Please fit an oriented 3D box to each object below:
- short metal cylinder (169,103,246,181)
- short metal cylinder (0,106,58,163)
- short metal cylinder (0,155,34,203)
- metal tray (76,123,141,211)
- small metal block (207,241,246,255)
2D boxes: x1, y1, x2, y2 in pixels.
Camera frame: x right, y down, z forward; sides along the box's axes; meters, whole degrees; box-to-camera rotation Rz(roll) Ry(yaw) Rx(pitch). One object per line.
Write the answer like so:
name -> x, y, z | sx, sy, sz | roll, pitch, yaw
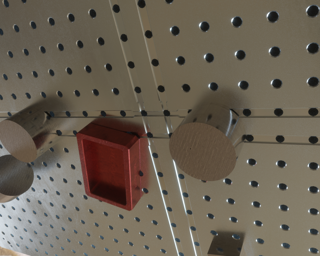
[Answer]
short metal cylinder -> 0.058, 0.017, 0.375 | 0.080, 0.050, 0.079 | 13, 124, 21
short metal cylinder -> -0.220, 0.011, 0.518 | 0.080, 0.050, 0.079 | 13, 124, 21
short metal cylinder -> -0.291, 0.097, 0.589 | 0.050, 0.080, 0.080 | -30, 102, 38
metal tray -> -0.079, 0.063, 0.488 | 0.090, 0.030, 0.129 | 14, 124, 20
small metal block -> 0.108, 0.207, 0.482 | 0.050, 0.025, 0.050 | -7, 115, 31
